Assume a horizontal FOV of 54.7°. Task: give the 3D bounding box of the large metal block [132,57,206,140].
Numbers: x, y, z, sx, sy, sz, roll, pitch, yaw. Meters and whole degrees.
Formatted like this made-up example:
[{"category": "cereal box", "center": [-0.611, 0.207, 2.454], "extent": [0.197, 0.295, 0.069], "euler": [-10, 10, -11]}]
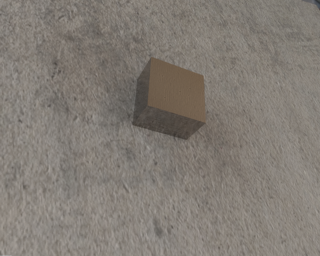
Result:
[{"category": "large metal block", "center": [0.013, -0.039, 0.420], "extent": [0.081, 0.050, 0.080], "euler": [16, 55, -20]}]
